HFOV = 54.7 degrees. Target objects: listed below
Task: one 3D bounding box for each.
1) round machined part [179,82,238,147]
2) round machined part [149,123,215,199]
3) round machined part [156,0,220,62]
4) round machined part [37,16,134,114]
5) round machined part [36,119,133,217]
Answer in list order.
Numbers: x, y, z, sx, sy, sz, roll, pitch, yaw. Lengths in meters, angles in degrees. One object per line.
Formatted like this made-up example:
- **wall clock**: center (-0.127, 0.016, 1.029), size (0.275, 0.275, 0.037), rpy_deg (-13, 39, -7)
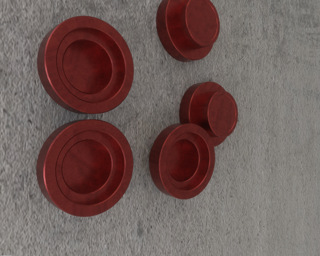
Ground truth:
- **round machined part**: center (0.078, -0.020, 0.459), size (0.099, 0.042, 0.097), rpy_deg (0, 90, -40)
- **round machined part**: center (0.025, 0.042, 0.413), size (0.099, 0.042, 0.097), rpy_deg (-2, 93, -38)
- **round machined part**: center (0.046, -0.144, 0.431), size (0.099, 0.042, 0.097), rpy_deg (0, 90, -40)
- **round machined part**: center (-0.080, -0.063, 0.327), size (0.099, 0.042, 0.097), rpy_deg (0, 90, -40)
- **round machined part**: center (-0.080, 0.040, 0.326), size (0.099, 0.042, 0.097), rpy_deg (0, 90, -40)
